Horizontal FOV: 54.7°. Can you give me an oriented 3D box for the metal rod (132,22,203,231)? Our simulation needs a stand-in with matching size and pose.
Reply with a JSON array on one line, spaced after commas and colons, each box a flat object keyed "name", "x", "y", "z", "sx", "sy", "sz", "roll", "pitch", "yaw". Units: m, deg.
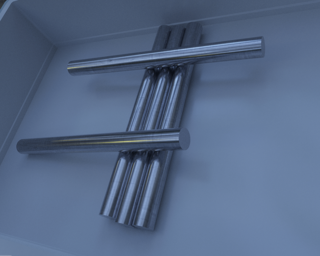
[{"name": "metal rod", "x": 0.017, "y": -0.020, "z": 0.407, "sx": 0.025, "sy": 0.025, "sz": 0.300, "roll": 1, "pitch": 62, "yaw": 29}]

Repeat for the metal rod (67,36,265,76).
[{"name": "metal rod", "x": -0.010, "y": -0.097, "z": 0.437, "sx": 0.300, "sy": 0.025, "sz": 0.025, "roll": 0, "pitch": 62, "yaw": 28}]

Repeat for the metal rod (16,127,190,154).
[{"name": "metal rod", "x": -0.097, "y": 0.021, "z": 0.420, "sx": 0.300, "sy": 0.025, "sz": 0.025, "roll": -4, "pitch": 60, "yaw": 34}]

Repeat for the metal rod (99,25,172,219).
[{"name": "metal rod", "x": -0.026, "y": -0.024, "z": 0.434, "sx": 0.025, "sy": 0.025, "sz": 0.300, "roll": 1, "pitch": 62, "yaw": 28}]

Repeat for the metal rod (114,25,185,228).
[{"name": "metal rod", "x": -0.006, "y": -0.019, "z": 0.420, "sx": 0.025, "sy": 0.025, "sz": 0.300, "roll": 1, "pitch": 62, "yaw": 29}]
